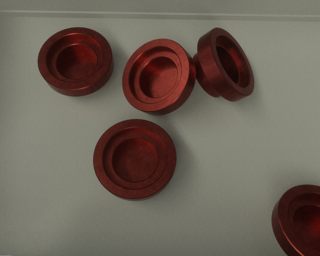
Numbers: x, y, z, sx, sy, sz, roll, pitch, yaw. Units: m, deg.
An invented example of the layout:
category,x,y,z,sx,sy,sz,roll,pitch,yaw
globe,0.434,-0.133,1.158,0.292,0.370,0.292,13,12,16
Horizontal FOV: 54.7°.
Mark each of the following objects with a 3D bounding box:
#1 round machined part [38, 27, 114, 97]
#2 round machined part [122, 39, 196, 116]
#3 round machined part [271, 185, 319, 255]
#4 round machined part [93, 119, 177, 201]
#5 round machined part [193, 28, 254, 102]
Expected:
category,x,y,z,sx,sy,sz,roll,pitch,yaw
round machined part,-0.113,-0.087,0.431,0.099,0.042,0.098,0,70,-1
round machined part,0.002,-0.064,0.410,0.098,0.042,0.098,-6,76,27
round machined part,0.174,0.117,0.349,0.099,0.042,0.098,4,48,-4
round machined part,-0.030,0.042,0.385,0.099,0.042,0.098,0,70,-1
round machined part,0.080,-0.079,0.413,0.098,0.042,0.098,25,53,-38
